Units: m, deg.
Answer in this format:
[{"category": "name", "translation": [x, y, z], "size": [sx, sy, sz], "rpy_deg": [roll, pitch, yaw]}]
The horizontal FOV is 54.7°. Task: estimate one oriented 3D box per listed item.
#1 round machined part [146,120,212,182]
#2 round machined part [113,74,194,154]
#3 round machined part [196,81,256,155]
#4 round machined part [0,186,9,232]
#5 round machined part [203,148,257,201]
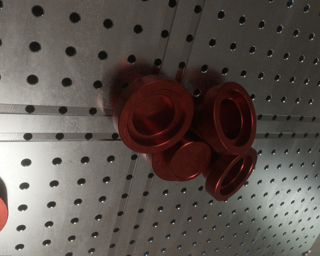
[{"category": "round machined part", "translation": [0.034, 0.038, 0.444], "size": [0.099, 0.042, 0.097], "rpy_deg": [-14, 124, -21]}, {"category": "round machined part", "translation": [-0.011, -0.020, 0.383], "size": [0.099, 0.042, 0.097], "rpy_deg": [-14, 124, -21]}, {"category": "round machined part", "translation": [0.087, -0.011, 0.423], "size": [0.099, 0.042, 0.097], "rpy_deg": [7, 79, -43]}, {"category": "round machined part", "translation": [-0.222, 0.102, 0.342], "size": [0.099, 0.042, 0.097], "rpy_deg": [-14, 124, -21]}, {"category": "round machined part", "translation": [0.105, 0.063, 0.489], "size": [0.099, 0.042, 0.097], "rpy_deg": [-28, 137, -29]}]
